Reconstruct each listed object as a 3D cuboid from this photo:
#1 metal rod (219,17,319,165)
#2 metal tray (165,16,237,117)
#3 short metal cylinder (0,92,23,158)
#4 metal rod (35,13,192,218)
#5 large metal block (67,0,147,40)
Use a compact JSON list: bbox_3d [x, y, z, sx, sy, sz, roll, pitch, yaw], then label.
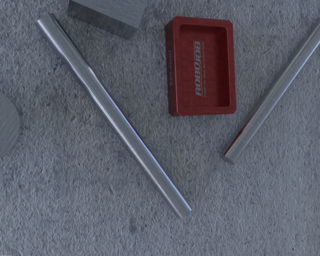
[{"bbox_3d":[0.188,-0.068,0.480,0.025,0.025,0.300,43,76,-16],"label":"metal rod"},{"bbox_3d":[0.057,-0.082,0.428,0.091,0.030,0.129,-3,91,-20],"label":"metal tray"},{"bbox_3d":[-0.190,-0.003,0.326,0.081,0.050,0.079,0,90,-21],"label":"short metal cylinder"},{"bbox_3d":[-0.051,-0.006,0.391,0.025,0.025,0.299,-38,103,-16],"label":"metal rod"},{"bbox_3d":[-0.059,-0.165,0.374,0.081,0.050,0.080,18,84,-20],"label":"large metal block"}]
